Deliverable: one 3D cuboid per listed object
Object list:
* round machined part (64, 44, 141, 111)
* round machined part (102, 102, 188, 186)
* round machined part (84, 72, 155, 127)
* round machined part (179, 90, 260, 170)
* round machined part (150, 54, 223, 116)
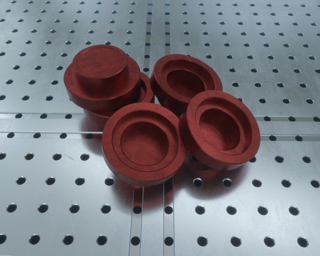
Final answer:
[{"bbox_3d":[-0.075,-0.071,0.400,0.099,0.042,0.098,0,50,0],"label":"round machined part"},{"bbox_3d":[-0.019,0.022,0.367,0.099,0.042,0.098,5,64,-9],"label":"round machined part"},{"bbox_3d":[-0.056,-0.037,0.426,0.099,0.042,0.098,0,50,0],"label":"round machined part"},{"bbox_3d":[0.068,0.006,0.377,0.099,0.042,0.098,11,59,-18],"label":"round machined part"},{"bbox_3d":[0.033,-0.055,0.431,0.099,0.042,0.098,11,50,-13],"label":"round machined part"}]
